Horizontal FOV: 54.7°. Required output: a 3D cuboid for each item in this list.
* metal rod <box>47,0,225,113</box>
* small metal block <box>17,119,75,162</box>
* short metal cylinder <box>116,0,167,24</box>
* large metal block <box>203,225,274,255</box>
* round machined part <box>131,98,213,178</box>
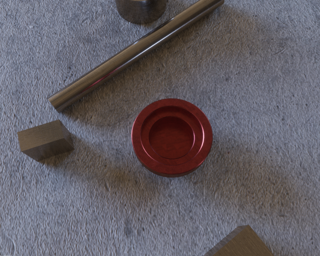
[{"bbox_3d":[-0.026,-0.117,0.450,0.301,0.025,0.025,-37,74,-13],"label":"metal rod"},{"bbox_3d":[-0.141,0.017,0.387,0.050,0.050,0.025,-18,71,-7],"label":"small metal block"},{"bbox_3d":[-0.030,-0.207,0.470,0.081,0.050,0.080,0,70,0],"label":"short metal cylinder"},{"bbox_3d":[0.087,0.164,0.336,0.080,0.050,0.080,-35,74,-12],"label":"large metal block"},{"bbox_3d":[0.015,0.015,0.394,0.099,0.042,0.098,0,70,-1],"label":"round machined part"}]
